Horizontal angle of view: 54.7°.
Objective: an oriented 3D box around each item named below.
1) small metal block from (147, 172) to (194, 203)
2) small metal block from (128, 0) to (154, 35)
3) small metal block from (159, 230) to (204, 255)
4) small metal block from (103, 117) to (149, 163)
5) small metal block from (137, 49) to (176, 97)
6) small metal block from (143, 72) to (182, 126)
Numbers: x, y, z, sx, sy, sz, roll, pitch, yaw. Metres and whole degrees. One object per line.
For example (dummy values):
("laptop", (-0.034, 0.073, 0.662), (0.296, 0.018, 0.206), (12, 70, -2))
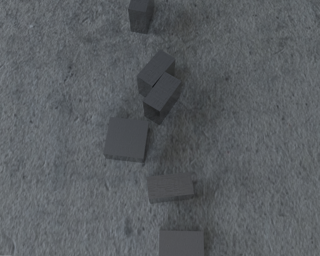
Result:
("small metal block", (0.011, 0.072, 0.369), (0.050, 0.050, 0.025), (-6, 70, -3))
("small metal block", (-0.027, -0.177, 0.459), (0.025, 0.050, 0.050), (12, 71, 4))
("small metal block", (0.024, 0.145, 0.356), (0.050, 0.025, 0.050), (1, 70, 0))
("small metal block", (-0.042, 0.016, 0.402), (0.050, 0.025, 0.050), (7, 70, 2))
("small metal block", (-0.005, -0.069, 0.420), (0.025, 0.050, 0.050), (35, 74, 11))
("small metal block", (0.003, -0.038, 0.409), (0.025, 0.050, 0.050), (32, 73, 10))
